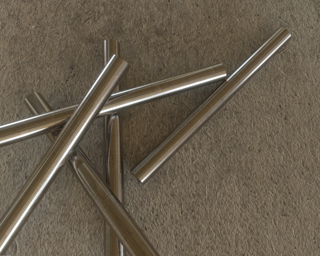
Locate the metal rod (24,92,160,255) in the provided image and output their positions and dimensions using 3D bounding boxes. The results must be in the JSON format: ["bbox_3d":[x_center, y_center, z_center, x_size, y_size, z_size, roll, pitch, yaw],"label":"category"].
[{"bbox_3d":[-0.080,0.062,0.362,0.025,0.025,0.300,-37,66,-12],"label":"metal rod"}]

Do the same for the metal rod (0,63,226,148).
[{"bbox_3d":[-0.054,-0.033,0.392,0.302,0.025,0.025,-18,71,-14],"label":"metal rod"}]

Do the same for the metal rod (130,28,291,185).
[{"bbox_3d":[0.077,-0.038,0.422,0.025,0.025,0.301,43,75,14],"label":"metal rod"}]

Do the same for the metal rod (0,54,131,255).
[{"bbox_3d":[-0.127,0.046,0.354,0.025,0.025,0.299,33,87,11],"label":"metal rod"}]

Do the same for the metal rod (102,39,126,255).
[{"bbox_3d":[-0.061,0.018,0.401,0.025,0.025,0.299,-4,70,-1],"label":"metal rod"}]
